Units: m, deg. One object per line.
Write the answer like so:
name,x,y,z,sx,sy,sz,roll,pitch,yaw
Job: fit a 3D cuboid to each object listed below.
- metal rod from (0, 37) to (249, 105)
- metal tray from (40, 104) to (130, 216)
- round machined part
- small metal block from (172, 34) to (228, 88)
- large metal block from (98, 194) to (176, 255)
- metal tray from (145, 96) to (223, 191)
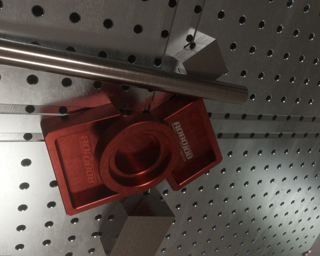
metal rod,-0.030,-0.058,0.339,0.302,0.025,0.025,6,115,-25
metal tray,-0.086,0.042,0.387,0.091,0.030,0.129,-16,125,-20
round machined part,-0.029,0.025,0.362,0.099,0.042,0.097,-14,124,-21
small metal block,0.052,-0.081,0.391,0.050,0.025,0.050,-36,130,-4
large metal block,-0.036,0.147,0.468,0.081,0.050,0.079,12,112,-34
metal tray,0.032,0.022,0.440,0.090,0.030,0.130,-32,129,-8
